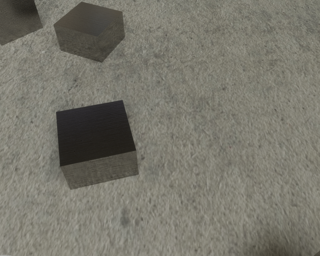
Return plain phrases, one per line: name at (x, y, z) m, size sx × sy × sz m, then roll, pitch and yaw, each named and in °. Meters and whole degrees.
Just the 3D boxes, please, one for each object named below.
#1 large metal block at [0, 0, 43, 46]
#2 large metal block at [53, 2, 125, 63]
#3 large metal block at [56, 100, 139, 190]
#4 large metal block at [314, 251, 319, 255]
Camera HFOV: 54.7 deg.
large metal block at (-0.262, -0.203, 0.534) m, size 0.080 × 0.080 × 0.050 m, roll -37°, pitch 60°, yaw -27°
large metal block at (-0.116, -0.163, 0.523) m, size 0.080 × 0.050 × 0.080 m, roll 19°, pitch 52°, yaw 15°
large metal block at (-0.075, 0.018, 0.371) m, size 0.081 × 0.050 × 0.080 m, roll -11°, pitch 51°, yaw -10°
large metal block at (0.132, 0.151, 0.243) m, size 0.050 × 0.080 × 0.080 m, roll 27°, pitch 55°, yaw 20°
